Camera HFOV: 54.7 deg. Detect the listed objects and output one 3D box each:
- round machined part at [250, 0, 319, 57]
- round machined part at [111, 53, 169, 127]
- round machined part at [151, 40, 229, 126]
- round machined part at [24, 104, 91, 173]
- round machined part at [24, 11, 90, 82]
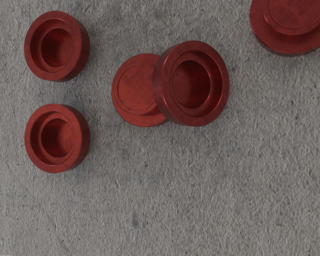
[{"bbox_3d":[0.151,-0.132,0.346,0.098,0.042,0.097,0,90,20],"label":"round machined part"},{"bbox_3d":[-0.021,-0.050,0.407,0.098,0.042,0.097,0,90,20],"label":"round machined part"},{"bbox_3d":[0.032,-0.051,0.369,0.042,0.099,0.097,4,92,59],"label":"round machined part"},{"bbox_3d":[-0.143,0.014,0.451,0.098,0.042,0.097,0,90,20],"label":"round machined part"},{"bbox_3d":[-0.144,-0.115,0.451,0.098,0.042,0.097,0,90,20],"label":"round machined part"}]
